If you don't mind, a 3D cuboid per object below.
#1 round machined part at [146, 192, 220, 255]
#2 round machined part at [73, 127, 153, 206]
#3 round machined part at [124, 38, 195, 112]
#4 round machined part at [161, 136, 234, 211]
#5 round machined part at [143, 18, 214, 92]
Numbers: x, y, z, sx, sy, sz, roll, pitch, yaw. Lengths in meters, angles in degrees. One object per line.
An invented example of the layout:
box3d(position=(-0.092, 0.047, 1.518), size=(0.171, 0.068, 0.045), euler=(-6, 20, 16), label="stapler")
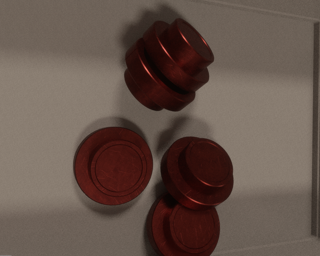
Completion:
box3d(position=(0.036, 0.126, 0.402), size=(0.099, 0.042, 0.098), euler=(7, 70, -20), label="round machined part")
box3d(position=(-0.055, 0.047, 0.382), size=(0.099, 0.042, 0.097), euler=(0, 90, -21), label="round machined part")
box3d(position=(-0.005, -0.060, 0.382), size=(0.098, 0.042, 0.098), euler=(34, 34, -27), label="round machined part")
box3d(position=(0.054, 0.052, 0.398), size=(0.099, 0.042, 0.098), euler=(15, 51, -19), label="round machined part")
box3d(position=(0.029, -0.096, 0.384), size=(0.098, 0.042, 0.098), euler=(35, 34, -27), label="round machined part")
